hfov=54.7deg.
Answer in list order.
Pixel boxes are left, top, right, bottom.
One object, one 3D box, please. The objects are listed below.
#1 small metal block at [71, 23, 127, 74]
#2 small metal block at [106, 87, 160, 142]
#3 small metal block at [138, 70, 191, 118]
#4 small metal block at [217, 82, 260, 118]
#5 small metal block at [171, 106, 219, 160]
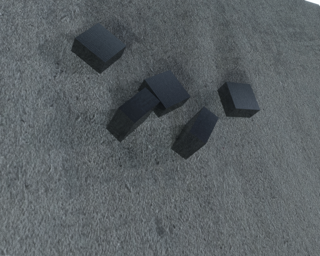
[{"bbox_3d":[-0.083,-0.110,0.426,0.050,0.025,0.050,40,51,-2],"label":"small metal block"},{"bbox_3d":[-0.033,-0.016,0.379,0.025,0.050,0.050,45,51,2],"label":"small metal block"},{"bbox_3d":[0.006,-0.049,0.437,0.050,0.025,0.050,-28,77,-37],"label":"small metal block"},{"bbox_3d":[0.127,-0.045,0.499,0.050,0.025,0.050,1,61,-28],"label":"small metal block"},{"bbox_3d":[0.046,0.007,0.408,0.025,0.050,0.050,37,51,-4],"label":"small metal block"}]
